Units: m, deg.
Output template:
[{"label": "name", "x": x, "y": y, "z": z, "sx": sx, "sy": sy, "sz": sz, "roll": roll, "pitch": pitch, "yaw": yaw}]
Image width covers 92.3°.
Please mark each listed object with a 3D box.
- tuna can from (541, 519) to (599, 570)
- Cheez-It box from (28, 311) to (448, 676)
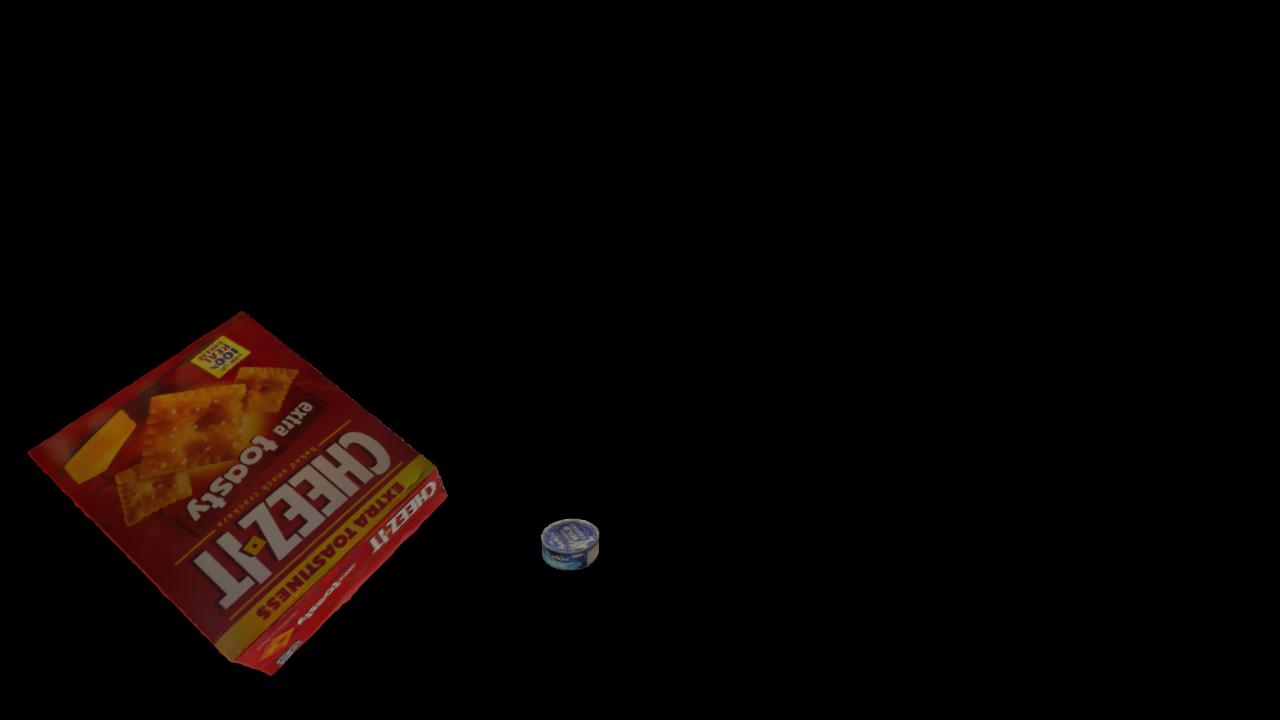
[{"label": "tuna can", "x": -0.101, "y": 0.267, "z": 0.890, "sx": 0.084, "sy": 0.034, "sz": 0.084, "roll": 1, "pitch": 18, "yaw": 0}, {"label": "Cheez-It box", "x": -0.284, "y": 0.087, "z": 0.453, "sx": 0.223, "sy": 0.166, "sz": 0.071, "roll": 34, "pitch": -31, "yaw": 14}]
